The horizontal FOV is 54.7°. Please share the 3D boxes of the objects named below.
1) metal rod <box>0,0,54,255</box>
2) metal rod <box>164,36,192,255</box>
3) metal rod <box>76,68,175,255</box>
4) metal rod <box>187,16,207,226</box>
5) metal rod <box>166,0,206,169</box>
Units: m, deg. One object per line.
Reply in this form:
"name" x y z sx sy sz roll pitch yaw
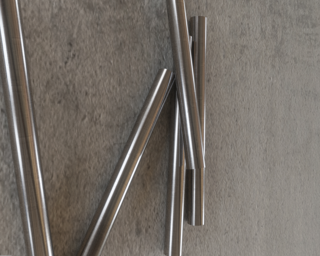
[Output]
"metal rod" -0.129 0.016 0.297 0.025 0.025 0.298 -10 97 -40
"metal rod" 0.025 0.022 0.427 0.025 0.025 0.298 5 87 -40
"metal rod" -0.045 0.060 0.368 0.025 0.025 0.300 35 68 -35
"metal rod" 0.054 -0.011 0.452 0.025 0.025 0.298 1 89 -40
"metal rod" 0.029 -0.096 0.406 0.025 0.025 0.298 -3 85 -40
